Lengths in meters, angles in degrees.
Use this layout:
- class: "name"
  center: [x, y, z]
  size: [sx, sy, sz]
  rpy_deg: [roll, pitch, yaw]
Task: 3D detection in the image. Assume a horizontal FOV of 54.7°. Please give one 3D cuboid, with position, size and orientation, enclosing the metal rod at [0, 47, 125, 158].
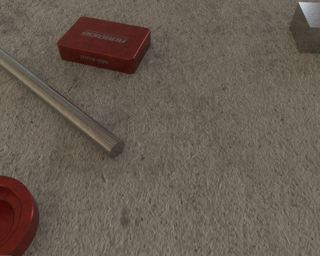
- class: "metal rod"
  center: [-0.165, -0.051, 0.443]
  size: [0.300, 0.025, 0.025]
  rpy_deg: [35, 58, 25]

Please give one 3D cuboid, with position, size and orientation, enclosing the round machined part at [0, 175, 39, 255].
- class: "round machined part"
  center: [-0.170, 0.099, 0.306]
  size: [0.099, 0.042, 0.098]
  rpy_deg: [0, 50, 0]

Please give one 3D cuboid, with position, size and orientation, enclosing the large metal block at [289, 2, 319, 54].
- class: "large metal block"
  center: [0.281, -0.173, 0.536]
  size: [0.081, 0.050, 0.080]
  rpy_deg: [2, 50, 1]

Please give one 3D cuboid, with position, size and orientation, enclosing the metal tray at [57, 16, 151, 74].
- class: "metal tray"
  center: [-0.090, -0.141, 0.517]
  size: [0.131, 0.030, 0.090]
  rpy_deg: [14, 51, 11]
